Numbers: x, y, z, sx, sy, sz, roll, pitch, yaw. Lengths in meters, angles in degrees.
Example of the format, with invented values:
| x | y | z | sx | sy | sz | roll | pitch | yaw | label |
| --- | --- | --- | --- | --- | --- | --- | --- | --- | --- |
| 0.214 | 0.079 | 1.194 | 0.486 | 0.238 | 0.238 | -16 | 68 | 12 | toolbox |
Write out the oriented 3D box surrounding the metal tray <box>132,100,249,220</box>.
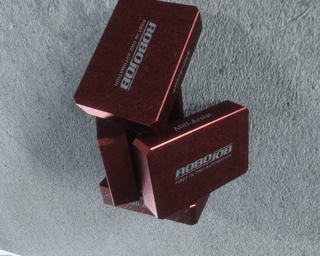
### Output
| x | y | z | sx | sy | sz | roll | pitch | yaw | label |
| --- | --- | --- | --- | --- | --- | --- | --- | --- | --- |
| 0.040 | 0.032 | 0.341 | 0.030 | 0.131 | 0.089 | 33 | 138 | 51 | metal tray |

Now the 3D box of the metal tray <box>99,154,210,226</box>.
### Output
| x | y | z | sx | sy | sz | roll | pitch | yaw | label |
| --- | --- | --- | --- | --- | --- | --- | --- | --- | --- |
| -0.001 | 0.072 | 0.410 | 0.130 | 0.090 | 0.030 | 7 | 121 | 24 | metal tray |

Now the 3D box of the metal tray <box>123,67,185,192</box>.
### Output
| x | y | z | sx | sy | sz | roll | pitch | yaw | label |
| --- | --- | --- | --- | --- | --- | --- | --- | --- | --- |
| -0.001 | 0.003 | 0.367 | 0.030 | 0.090 | 0.129 | 7 | 122 | 24 | metal tray |

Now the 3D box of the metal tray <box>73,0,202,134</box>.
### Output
| x | y | z | sx | sy | sz | roll | pitch | yaw | label |
| --- | --- | --- | --- | --- | --- | --- | --- | --- | --- |
| -0.020 | -0.068 | 0.316 | 0.090 | 0.130 | 0.030 | 16 | 166 | 18 | metal tray |

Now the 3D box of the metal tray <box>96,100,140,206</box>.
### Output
| x | y | z | sx | sy | sz | roll | pitch | yaw | label |
| --- | --- | --- | --- | --- | --- | --- | --- | --- | --- |
| -0.055 | 0.021 | 0.386 | 0.030 | 0.130 | 0.089 | -12 | 118 | -7 | metal tray |
